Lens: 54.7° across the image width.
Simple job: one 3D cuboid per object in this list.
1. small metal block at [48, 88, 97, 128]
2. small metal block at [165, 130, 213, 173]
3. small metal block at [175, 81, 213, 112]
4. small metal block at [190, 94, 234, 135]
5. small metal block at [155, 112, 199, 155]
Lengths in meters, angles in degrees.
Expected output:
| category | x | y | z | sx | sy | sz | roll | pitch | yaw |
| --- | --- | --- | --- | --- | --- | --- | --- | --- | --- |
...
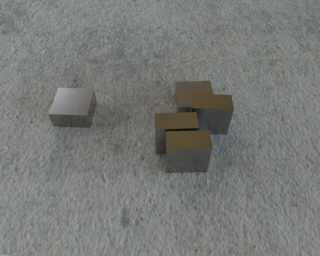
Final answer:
| category | x | y | z | sx | sy | sz | roll | pitch | yaw |
| --- | --- | --- | --- | --- | --- | --- | --- | --- | --- |
| small metal block | -0.118 | -0.028 | 0.425 | 0.050 | 0.025 | 0.050 | 2 | 50 | 1 |
| small metal block | 0.032 | 0.029 | 0.363 | 0.050 | 0.050 | 0.025 | -1 | 50 | -1 |
| small metal block | 0.049 | -0.040 | 0.437 | 0.050 | 0.025 | 0.050 | -3 | 50 | -3 |
| small metal block | 0.065 | -0.017 | 0.402 | 0.050 | 0.050 | 0.025 | 1 | 50 | 0 |
| small metal block | 0.019 | 0.007 | 0.381 | 0.050 | 0.050 | 0.025 | -2 | 50 | -2 |
